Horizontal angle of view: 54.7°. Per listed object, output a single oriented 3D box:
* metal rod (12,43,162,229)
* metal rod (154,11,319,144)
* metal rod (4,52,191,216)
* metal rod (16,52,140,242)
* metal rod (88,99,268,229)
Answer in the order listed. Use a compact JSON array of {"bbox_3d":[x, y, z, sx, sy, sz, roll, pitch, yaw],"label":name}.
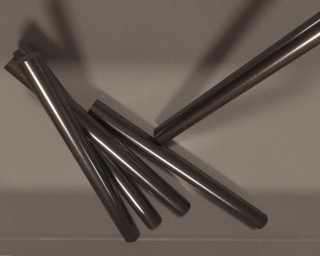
[{"bbox_3d":[-0.087,0.023,0.418,0.025,0.025,0.299,-31,108,10],"label":"metal rod"},{"bbox_3d":[0.098,-0.058,0.326,0.025,0.025,0.299,43,129,-15],"label":"metal rod"},{"bbox_3d":[-0.065,0.021,0.400,0.025,0.025,0.300,-41,112,13],"label":"metal rod"},{"bbox_3d":[-0.088,0.046,0.391,0.025,0.025,0.299,-17,123,6],"label":"metal rod"},{"bbox_3d":[0.032,0.056,0.432,0.301,0.025,0.025,35,106,-13],"label":"metal rod"}]
